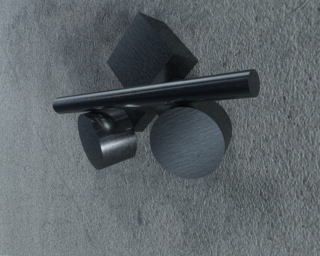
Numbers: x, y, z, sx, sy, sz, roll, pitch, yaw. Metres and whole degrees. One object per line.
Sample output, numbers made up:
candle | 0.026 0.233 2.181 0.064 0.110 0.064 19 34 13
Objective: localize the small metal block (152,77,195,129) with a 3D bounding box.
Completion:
small metal block | 0.024 -0.027 0.386 0.050 0.025 0.050 -51 61 28

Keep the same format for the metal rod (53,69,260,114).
metal rod | -0.033 -0.036 0.366 0.300 0.025 0.025 -1 89 40

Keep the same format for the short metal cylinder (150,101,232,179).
short metal cylinder | 0.035 0.009 0.343 0.080 0.050 0.079 7 110 19

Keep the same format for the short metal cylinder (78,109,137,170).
short metal cylinder | -0.075 0.012 0.433 0.080 0.050 0.079 35 135 45

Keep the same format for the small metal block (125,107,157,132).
small metal block | -0.031 -0.030 0.432 0.050 0.025 0.050 -50 61 27

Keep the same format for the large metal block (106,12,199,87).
large metal block | -0.012 -0.085 0.397 0.080 0.050 0.080 -50 61 28
